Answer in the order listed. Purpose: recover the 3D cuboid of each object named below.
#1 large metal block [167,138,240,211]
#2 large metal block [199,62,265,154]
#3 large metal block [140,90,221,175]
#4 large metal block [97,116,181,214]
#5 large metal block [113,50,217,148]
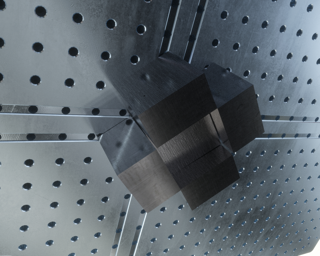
[{"bbox_3d":[0.051,0.054,0.437,0.080,0.080,0.050,-32,129,-7],"label":"large metal block"},{"bbox_3d":[0.083,-0.027,0.403,0.050,0.080,0.080,-34,129,-6],"label":"large metal block"},{"bbox_3d":[0.023,0.002,0.407,0.080,0.050,0.080,-32,127,-5],"label":"large metal block"},{"bbox_3d":[-0.027,0.045,0.388,0.050,0.080,0.080,-34,129,-6],"label":"large metal block"},{"bbox_3d":[0.004,-0.036,0.355,0.080,0.080,0.050,-33,129,-6],"label":"large metal block"}]
